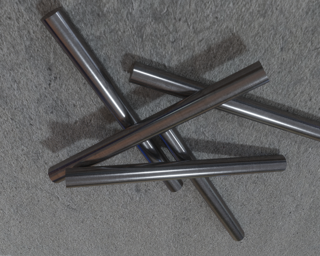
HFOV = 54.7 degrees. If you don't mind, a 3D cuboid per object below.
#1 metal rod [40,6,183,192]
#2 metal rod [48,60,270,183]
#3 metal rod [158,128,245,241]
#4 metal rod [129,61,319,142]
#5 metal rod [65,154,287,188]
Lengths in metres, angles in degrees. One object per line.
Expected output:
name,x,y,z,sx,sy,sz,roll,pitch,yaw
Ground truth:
metal rod,-0.042,-0.012,0.396,0.025,0.025,0.299,-21,127,17
metal rod,-0.018,0.002,0.374,0.300,0.025,0.025,-26,126,20
metal rod,0.075,0.099,0.491,0.025,0.025,0.300,-22,127,18
metal rod,0.109,-0.024,0.387,0.302,0.025,0.025,16,128,-14
metal rod,0.031,0.057,0.419,0.302,0.025,0.025,-2,131,-13
